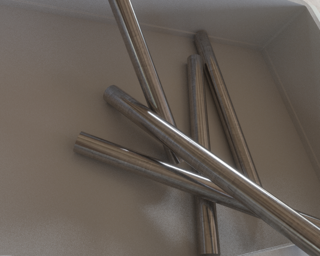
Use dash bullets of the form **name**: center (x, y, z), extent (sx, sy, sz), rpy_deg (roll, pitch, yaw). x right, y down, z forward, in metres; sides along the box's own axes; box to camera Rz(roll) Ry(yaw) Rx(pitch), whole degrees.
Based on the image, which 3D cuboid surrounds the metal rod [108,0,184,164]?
- **metal rod**: center (-0.027, -0.096, 0.373), extent (0.025, 0.025, 0.298), rpy_deg (-28, 102, -37)

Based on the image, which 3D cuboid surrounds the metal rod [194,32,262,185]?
- **metal rod**: center (0.102, -0.029, 0.480), extent (0.025, 0.025, 0.299), rpy_deg (1, 61, -28)

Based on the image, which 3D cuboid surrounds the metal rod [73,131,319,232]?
- **metal rod**: center (0.048, 0.068, 0.361), extent (0.302, 0.025, 0.025), rpy_deg (21, 53, -5)

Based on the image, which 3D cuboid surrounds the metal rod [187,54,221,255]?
- **metal rod**: center (0.056, 0.016, 0.427), extent (0.025, 0.025, 0.299), rpy_deg (14, 56, -21)

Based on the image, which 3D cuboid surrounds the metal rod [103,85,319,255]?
- **metal rod**: center (0.042, 0.031, 0.328), extent (0.300, 0.025, 0.025), rpy_deg (36, 45, 30)
